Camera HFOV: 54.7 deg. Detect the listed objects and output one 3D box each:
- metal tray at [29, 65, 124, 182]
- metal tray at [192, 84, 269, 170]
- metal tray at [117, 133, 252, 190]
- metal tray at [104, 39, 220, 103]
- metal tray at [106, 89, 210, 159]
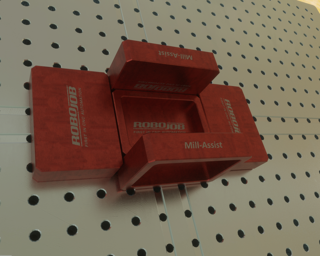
[{"bbox_3d":[-0.099,-0.007,0.357,0.091,0.030,0.130,1,61,-28],"label":"metal tray"},{"bbox_3d":[0.098,-0.004,0.460,0.091,0.030,0.130,1,61,-29],"label":"metal tray"},{"bbox_3d":[0.027,0.039,0.357,0.131,0.090,0.030,1,62,-28],"label":"metal tray"},{"bbox_3d":[0.001,-0.067,0.409,0.131,0.090,0.030,1,62,-28],"label":"metal tray"},{"bbox_3d":[0.002,-0.001,0.405,0.131,0.030,0.090,1,61,-28],"label":"metal tray"}]
